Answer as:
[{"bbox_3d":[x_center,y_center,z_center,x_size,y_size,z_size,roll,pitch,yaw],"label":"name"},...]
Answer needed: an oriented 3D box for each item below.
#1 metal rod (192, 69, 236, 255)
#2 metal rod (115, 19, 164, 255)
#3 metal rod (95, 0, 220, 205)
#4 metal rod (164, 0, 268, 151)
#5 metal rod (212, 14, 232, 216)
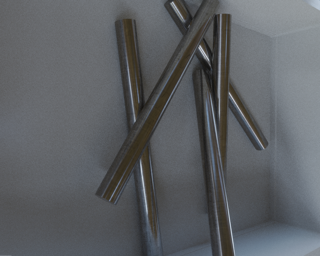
[{"bbox_3d":[0.066,0.051,0.384,0.025,0.025,0.299,24,51,-38],"label":"metal rod"},{"bbox_3d":[-0.025,0.020,0.385,0.025,0.025,0.298,-11,97,-40],"label":"metal rod"},{"bbox_3d":[0.007,-0.049,0.378,0.025,0.025,0.300,41,65,-32],"label":"metal rod"},{"bbox_3d":[0.100,-0.071,0.489,0.300,0.025,0.025,51,60,-28],"label":"metal rod"},{"bbox_3d":[0.088,-0.011,0.459,0.025,0.025,0.298,-7,101,-40],"label":"metal rod"}]
